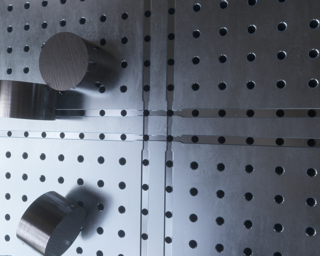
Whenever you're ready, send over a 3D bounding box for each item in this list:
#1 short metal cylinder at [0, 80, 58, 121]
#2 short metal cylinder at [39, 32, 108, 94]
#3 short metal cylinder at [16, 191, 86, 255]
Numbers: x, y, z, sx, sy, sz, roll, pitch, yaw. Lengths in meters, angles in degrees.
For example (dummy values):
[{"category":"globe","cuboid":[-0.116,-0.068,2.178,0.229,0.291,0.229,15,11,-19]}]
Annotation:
[{"category":"short metal cylinder","cuboid":[-0.192,-0.040,0.451,0.080,0.080,0.050,6,93,20]},{"category":"short metal cylinder","cuboid":[-0.123,-0.090,0.443,0.080,0.050,0.080,0,90,20]},{"category":"short metal cylinder","cuboid":[-0.151,0.137,0.437,0.050,0.080,0.080,25,98,18]}]
